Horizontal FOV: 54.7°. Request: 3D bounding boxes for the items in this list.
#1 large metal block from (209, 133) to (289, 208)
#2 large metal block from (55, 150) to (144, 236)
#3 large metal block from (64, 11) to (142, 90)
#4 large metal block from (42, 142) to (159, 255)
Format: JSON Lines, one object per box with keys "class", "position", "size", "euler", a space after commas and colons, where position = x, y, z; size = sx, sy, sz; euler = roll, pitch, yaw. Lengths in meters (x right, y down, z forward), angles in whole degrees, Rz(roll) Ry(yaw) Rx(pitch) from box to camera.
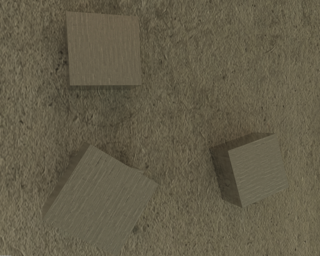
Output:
{"class": "large metal block", "position": [0.126, 0.056, 0.442], "size": [0.081, 0.050, 0.080], "euler": [-17, 96, -19]}
{"class": "large metal block", "position": [-0.074, 0.077, 0.368], "size": [0.081, 0.050, 0.080], "euler": [17, 84, -19]}
{"class": "large metal block", "position": [-0.070, -0.088, 0.370], "size": [0.081, 0.050, 0.079], "euler": [-3, 91, -20]}
{"class": "large metal block", "position": [-0.062, 0.070, 0.320], "size": [0.080, 0.050, 0.080], "euler": [34, 79, -17]}
